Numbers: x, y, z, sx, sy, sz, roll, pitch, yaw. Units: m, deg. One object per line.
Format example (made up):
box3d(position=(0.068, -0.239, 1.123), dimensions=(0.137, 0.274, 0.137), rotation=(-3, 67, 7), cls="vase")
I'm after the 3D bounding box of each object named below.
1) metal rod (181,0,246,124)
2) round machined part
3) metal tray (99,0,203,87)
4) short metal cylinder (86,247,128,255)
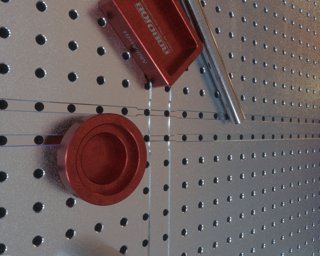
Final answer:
box3d(position=(0.067, -0.137, 0.464), dimensions=(0.025, 0.025, 0.299), rotation=(-41, 115, -32), cls="metal rod")
box3d(position=(-0.066, 0.033, 0.343), dimensions=(0.099, 0.042, 0.097), rotation=(0, 90, -40), cls="round machined part")
box3d(position=(-0.005, -0.129, 0.400), dimensions=(0.090, 0.030, 0.130), rotation=(-51, 120, -28), cls="metal tray")
box3d(position=(-0.055, 0.182, 0.347), dimensions=(0.081, 0.050, 0.080), rotation=(0, 90, -40), cls="short metal cylinder")
